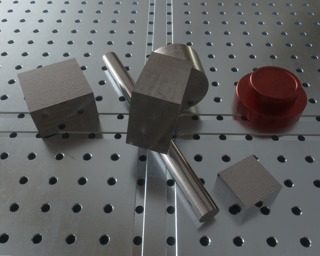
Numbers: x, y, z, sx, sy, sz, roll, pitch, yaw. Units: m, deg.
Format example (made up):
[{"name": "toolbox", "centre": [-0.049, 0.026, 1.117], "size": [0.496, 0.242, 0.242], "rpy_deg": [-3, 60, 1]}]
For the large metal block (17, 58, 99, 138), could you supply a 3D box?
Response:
[{"name": "large metal block", "centre": [-0.140, -0.044, 0.427], "size": [0.081, 0.050, 0.080], "rpy_deg": [-21, 53, -17]}]

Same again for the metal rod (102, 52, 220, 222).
[{"name": "metal rod", "centre": [-0.014, -0.010, 0.415], "size": [0.025, 0.025, 0.300], "rpy_deg": [-21, 53, -17]}]

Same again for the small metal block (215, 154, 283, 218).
[{"name": "small metal block", "centre": [0.100, 0.065, 0.353], "size": [0.050, 0.025, 0.050], "rpy_deg": [-24, 54, -19]}]

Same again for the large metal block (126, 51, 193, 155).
[{"name": "large metal block", "centre": [-0.001, -0.029, 0.363], "size": [0.050, 0.079, 0.080], "rpy_deg": [16, 45, 3]}]

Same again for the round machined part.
[{"name": "round machined part", "centre": [0.159, -0.051, 0.440], "size": [0.099, 0.042, 0.098], "rpy_deg": [0, 50, 0]}]

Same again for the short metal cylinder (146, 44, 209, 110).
[{"name": "short metal cylinder", "centre": [0.022, -0.069, 0.430], "size": [0.081, 0.080, 0.050], "rpy_deg": [-7, 51, -6]}]
